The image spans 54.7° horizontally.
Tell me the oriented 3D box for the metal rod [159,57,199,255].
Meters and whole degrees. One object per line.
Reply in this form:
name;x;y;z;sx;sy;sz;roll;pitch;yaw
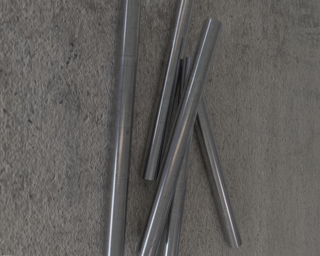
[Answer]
metal rod;0.025;0.057;0.411;0.025;0.025;0.298;7;90;-40

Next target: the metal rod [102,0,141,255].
metal rod;-0.045;-0.002;0.366;0.025;0.025;0.298;6;86;-40

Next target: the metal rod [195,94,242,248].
metal rod;0.080;0.050;0.471;0.025;0.025;0.298;-27;107;-37

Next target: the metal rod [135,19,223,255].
metal rod;0.024;0.011;0.382;0.025;0.025;0.299;19;86;-39

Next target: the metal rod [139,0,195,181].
metal rod;0.016;-0.079;0.417;0.025;0.025;0.299;19;78;-39
